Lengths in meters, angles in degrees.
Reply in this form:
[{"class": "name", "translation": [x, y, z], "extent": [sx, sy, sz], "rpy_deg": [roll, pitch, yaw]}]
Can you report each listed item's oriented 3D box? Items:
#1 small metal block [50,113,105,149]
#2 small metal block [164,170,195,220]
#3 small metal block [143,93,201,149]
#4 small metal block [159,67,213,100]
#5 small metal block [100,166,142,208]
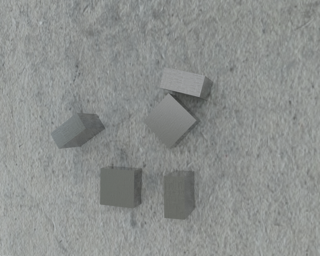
[{"class": "small metal block", "translation": [-0.114, 0.004, 0.435], "extent": [0.050, 0.050, 0.025], "rpy_deg": [-35, 79, 16]}, {"class": "small metal block", "translation": [0.025, 0.082, 0.386], "extent": [0.025, 0.050, 0.050], "rpy_deg": [-1, 90, 20]}, {"class": "small metal block", "translation": [0.016, -0.009, 0.403], "extent": [0.050, 0.025, 0.050], "rpy_deg": [46, 104, 14]}, {"class": "small metal block", "translation": [0.034, -0.054, 0.383], "extent": [0.050, 0.050, 0.025], "rpy_deg": [16, 96, 19]}, {"class": "small metal block", "translation": [-0.054, 0.080, 0.427], "extent": [0.050, 0.025, 0.050], "rpy_deg": [1, 91, 19]}]
